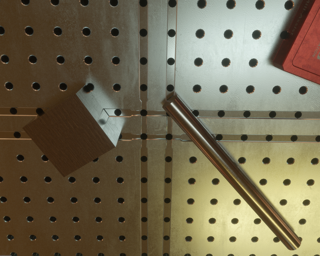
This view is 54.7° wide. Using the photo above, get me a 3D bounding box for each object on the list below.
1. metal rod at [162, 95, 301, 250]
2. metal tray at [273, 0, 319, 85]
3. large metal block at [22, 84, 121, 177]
[{"bbox_3d":[0.110,0.072,0.440,0.025,0.025,0.300,-39,106,13],"label":"metal rod"},{"bbox_3d":[0.208,-0.118,0.368,0.091,0.030,0.129,19,109,-7],"label":"metal tray"},{"bbox_3d":[-0.110,0.003,0.400,0.080,0.050,0.080,-30,108,10],"label":"large metal block"}]
